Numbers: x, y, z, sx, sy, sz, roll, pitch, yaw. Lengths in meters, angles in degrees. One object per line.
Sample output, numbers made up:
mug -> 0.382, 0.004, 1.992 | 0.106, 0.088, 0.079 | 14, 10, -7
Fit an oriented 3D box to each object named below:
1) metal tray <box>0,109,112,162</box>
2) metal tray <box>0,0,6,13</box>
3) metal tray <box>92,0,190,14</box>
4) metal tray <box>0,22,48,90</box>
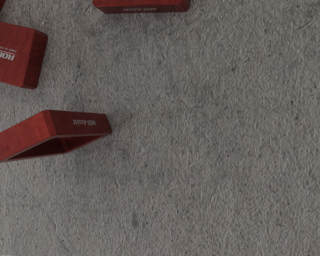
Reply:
metal tray -> -0.133, 0.010, 0.400 | 0.090, 0.130, 0.030 | -23, 83, 18
metal tray -> -0.309, -0.251, 0.515 | 0.130, 0.030, 0.090 | 33, 101, 16
metal tray -> -0.023, -0.204, 0.414 | 0.130, 0.030, 0.089 | 6, 92, 19
metal tray -> -0.249, -0.120, 0.494 | 0.130, 0.030, 0.089 | 16, 95, 19
